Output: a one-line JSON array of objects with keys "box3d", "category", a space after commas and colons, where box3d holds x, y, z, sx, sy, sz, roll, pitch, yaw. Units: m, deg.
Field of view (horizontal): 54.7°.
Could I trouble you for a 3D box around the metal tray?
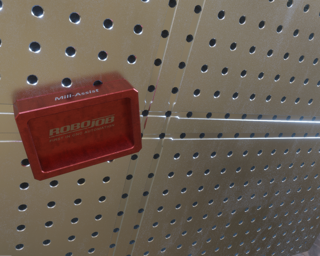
[{"box3d": [-0.089, 0.001, 0.360, 0.131, 0.030, 0.089, -15, 125, -20], "category": "metal tray"}]
